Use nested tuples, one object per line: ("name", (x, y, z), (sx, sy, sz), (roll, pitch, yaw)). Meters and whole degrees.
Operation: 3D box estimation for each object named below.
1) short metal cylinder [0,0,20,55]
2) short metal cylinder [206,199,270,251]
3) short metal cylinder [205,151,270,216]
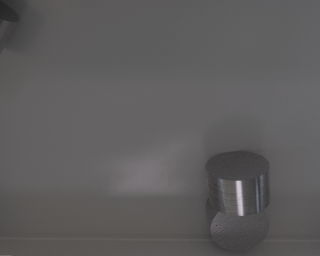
("short metal cylinder", (-0.204, -0.119, 0.336), (0.080, 0.080, 0.050), (35, 107, -12))
("short metal cylinder", (0.109, 0.128, 0.446), (0.081, 0.050, 0.079), (0, 110, 0))
("short metal cylinder", (0.103, 0.070, 0.409), (0.080, 0.080, 0.050), (-8, 110, 3))
